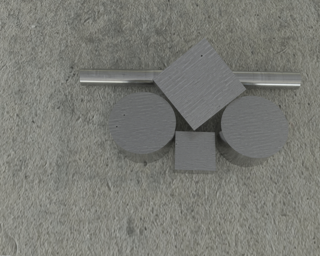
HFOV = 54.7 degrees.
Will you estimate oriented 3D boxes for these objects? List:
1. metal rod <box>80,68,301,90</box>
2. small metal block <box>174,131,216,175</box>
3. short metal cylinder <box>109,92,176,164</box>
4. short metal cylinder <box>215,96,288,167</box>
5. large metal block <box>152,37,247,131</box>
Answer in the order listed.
[{"bbox_3d":[0.042,-0.069,0.434,0.302,0.025,0.025,1,70,0],"label":"metal rod"},{"bbox_3d":[0.044,0.032,0.398,0.050,0.025,0.050,2,70,0],"label":"small metal block"},{"bbox_3d":[-0.021,0.001,0.395,0.081,0.050,0.080,0,70,0],"label":"short metal cylinder"},{"bbox_3d":[0.113,0.006,0.394,0.081,0.050,0.080,0,70,0],"label":"short metal cylinder"},{"bbox_3d":[0.048,-0.053,0.397,0.080,0.050,0.080,-39,91,1],"label":"large metal block"}]
